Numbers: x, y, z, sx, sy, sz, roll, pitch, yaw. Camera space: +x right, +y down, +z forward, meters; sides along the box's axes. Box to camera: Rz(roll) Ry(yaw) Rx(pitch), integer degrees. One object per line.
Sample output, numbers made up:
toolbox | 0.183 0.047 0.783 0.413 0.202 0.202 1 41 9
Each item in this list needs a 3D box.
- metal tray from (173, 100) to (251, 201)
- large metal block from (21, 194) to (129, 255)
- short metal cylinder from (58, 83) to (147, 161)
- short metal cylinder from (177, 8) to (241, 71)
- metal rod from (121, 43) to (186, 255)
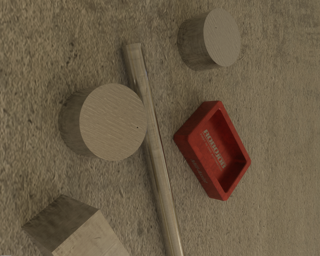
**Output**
metal tray | 0.084 0.035 0.471 0.090 0.030 0.130 -47 118 -30
large metal block | -0.079 0.118 0.303 0.050 0.080 0.080 -41 115 -33
short metal cylinder | -0.061 -0.006 0.337 0.081 0.050 0.079 0 90 -40
short metal cylinder | 0.071 -0.125 0.448 0.081 0.050 0.079 0 90 -40
metal rod | -0.005 0.044 0.400 0.025 0.025 0.298 -19 103 -38
